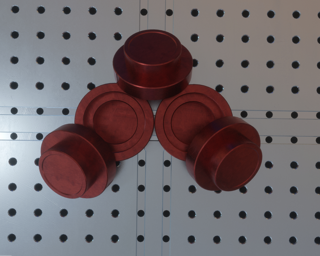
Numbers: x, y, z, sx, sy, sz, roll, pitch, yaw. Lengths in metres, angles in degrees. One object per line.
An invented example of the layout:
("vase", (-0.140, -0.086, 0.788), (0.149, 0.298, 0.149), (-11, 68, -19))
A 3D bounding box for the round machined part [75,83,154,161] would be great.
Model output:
("round machined part", (-0.057, -0.007, 0.403), (0.099, 0.042, 0.097), (0, 90, -1))

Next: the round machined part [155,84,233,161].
("round machined part", (0.042, -0.006, 0.405), (0.099, 0.042, 0.097), (0, 90, -1))

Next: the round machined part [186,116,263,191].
("round machined part", (0.085, 0.038, 0.379), (0.099, 0.042, 0.097), (-13, 123, -22))

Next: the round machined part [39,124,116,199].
("round machined part", (-0.107, 0.047, 0.380), (0.098, 0.042, 0.097), (10, 119, 20))

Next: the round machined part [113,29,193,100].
("round machined part", (-0.009, -0.084, 0.379), (0.099, 0.042, 0.098), (1, 52, 0))
